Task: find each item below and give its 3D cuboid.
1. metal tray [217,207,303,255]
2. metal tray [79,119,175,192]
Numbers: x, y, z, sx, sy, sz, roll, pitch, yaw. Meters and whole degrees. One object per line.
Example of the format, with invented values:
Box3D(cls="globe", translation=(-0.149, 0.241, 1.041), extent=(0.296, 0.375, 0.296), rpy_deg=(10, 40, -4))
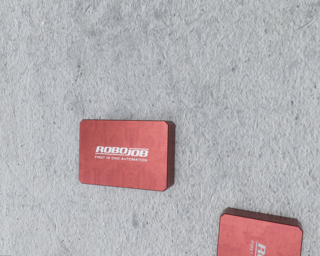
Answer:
Box3D(cls="metal tray", translation=(0.113, 0.168, 0.366), extent=(0.090, 0.030, 0.129), rpy_deg=(5, 92, 19))
Box3D(cls="metal tray", translation=(-0.046, 0.034, 0.423), extent=(0.130, 0.030, 0.089), rpy_deg=(1, 91, 19))
